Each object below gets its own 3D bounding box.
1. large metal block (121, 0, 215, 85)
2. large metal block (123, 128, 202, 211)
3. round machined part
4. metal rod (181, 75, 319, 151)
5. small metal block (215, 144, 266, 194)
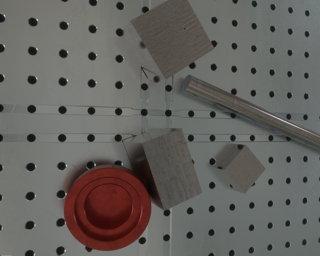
[{"bbox_3d":[0.009,-0.114,0.402,0.080,0.050,0.080,-35,102,-17],"label":"large metal block"},{"bbox_3d":[0.000,0.046,0.383,0.050,0.080,0.080,-20,97,-20],"label":"large metal block"},{"bbox_3d":[-0.061,0.092,0.373,0.099,0.042,0.097,-1,94,-7],"label":"round machined part"},{"bbox_3d":[0.169,-0.011,0.474,0.302,0.025,0.025,21,83,-19],"label":"metal rod"},{"bbox_3d":[0.119,0.059,0.456,0.050,0.025,0.050,-45,104,-14],"label":"small metal block"}]
